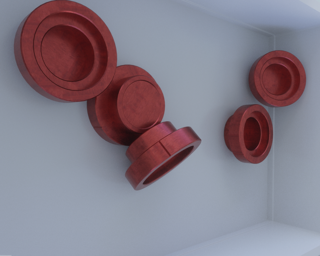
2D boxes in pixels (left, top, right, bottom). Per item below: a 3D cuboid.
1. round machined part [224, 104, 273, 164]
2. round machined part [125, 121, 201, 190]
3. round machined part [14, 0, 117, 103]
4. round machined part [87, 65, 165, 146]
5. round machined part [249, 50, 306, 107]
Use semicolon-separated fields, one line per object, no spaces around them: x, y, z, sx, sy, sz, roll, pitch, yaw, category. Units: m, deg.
0.145;0.010;0.520;0.099;0.042;0.097;0;90;-40;round machined part
-0.002;0.029;0.372;0.099;0.097;0.042;-26;71;-37;round machined part
-0.097;-0.074;0.316;0.099;0.042;0.097;0;90;-40;round machined part
-0.033;-0.027;0.370;0.099;0.042;0.097;0;90;-40;round machined part
0.203;-0.085;0.551;0.099;0.042;0.097;0;89;-10;round machined part
